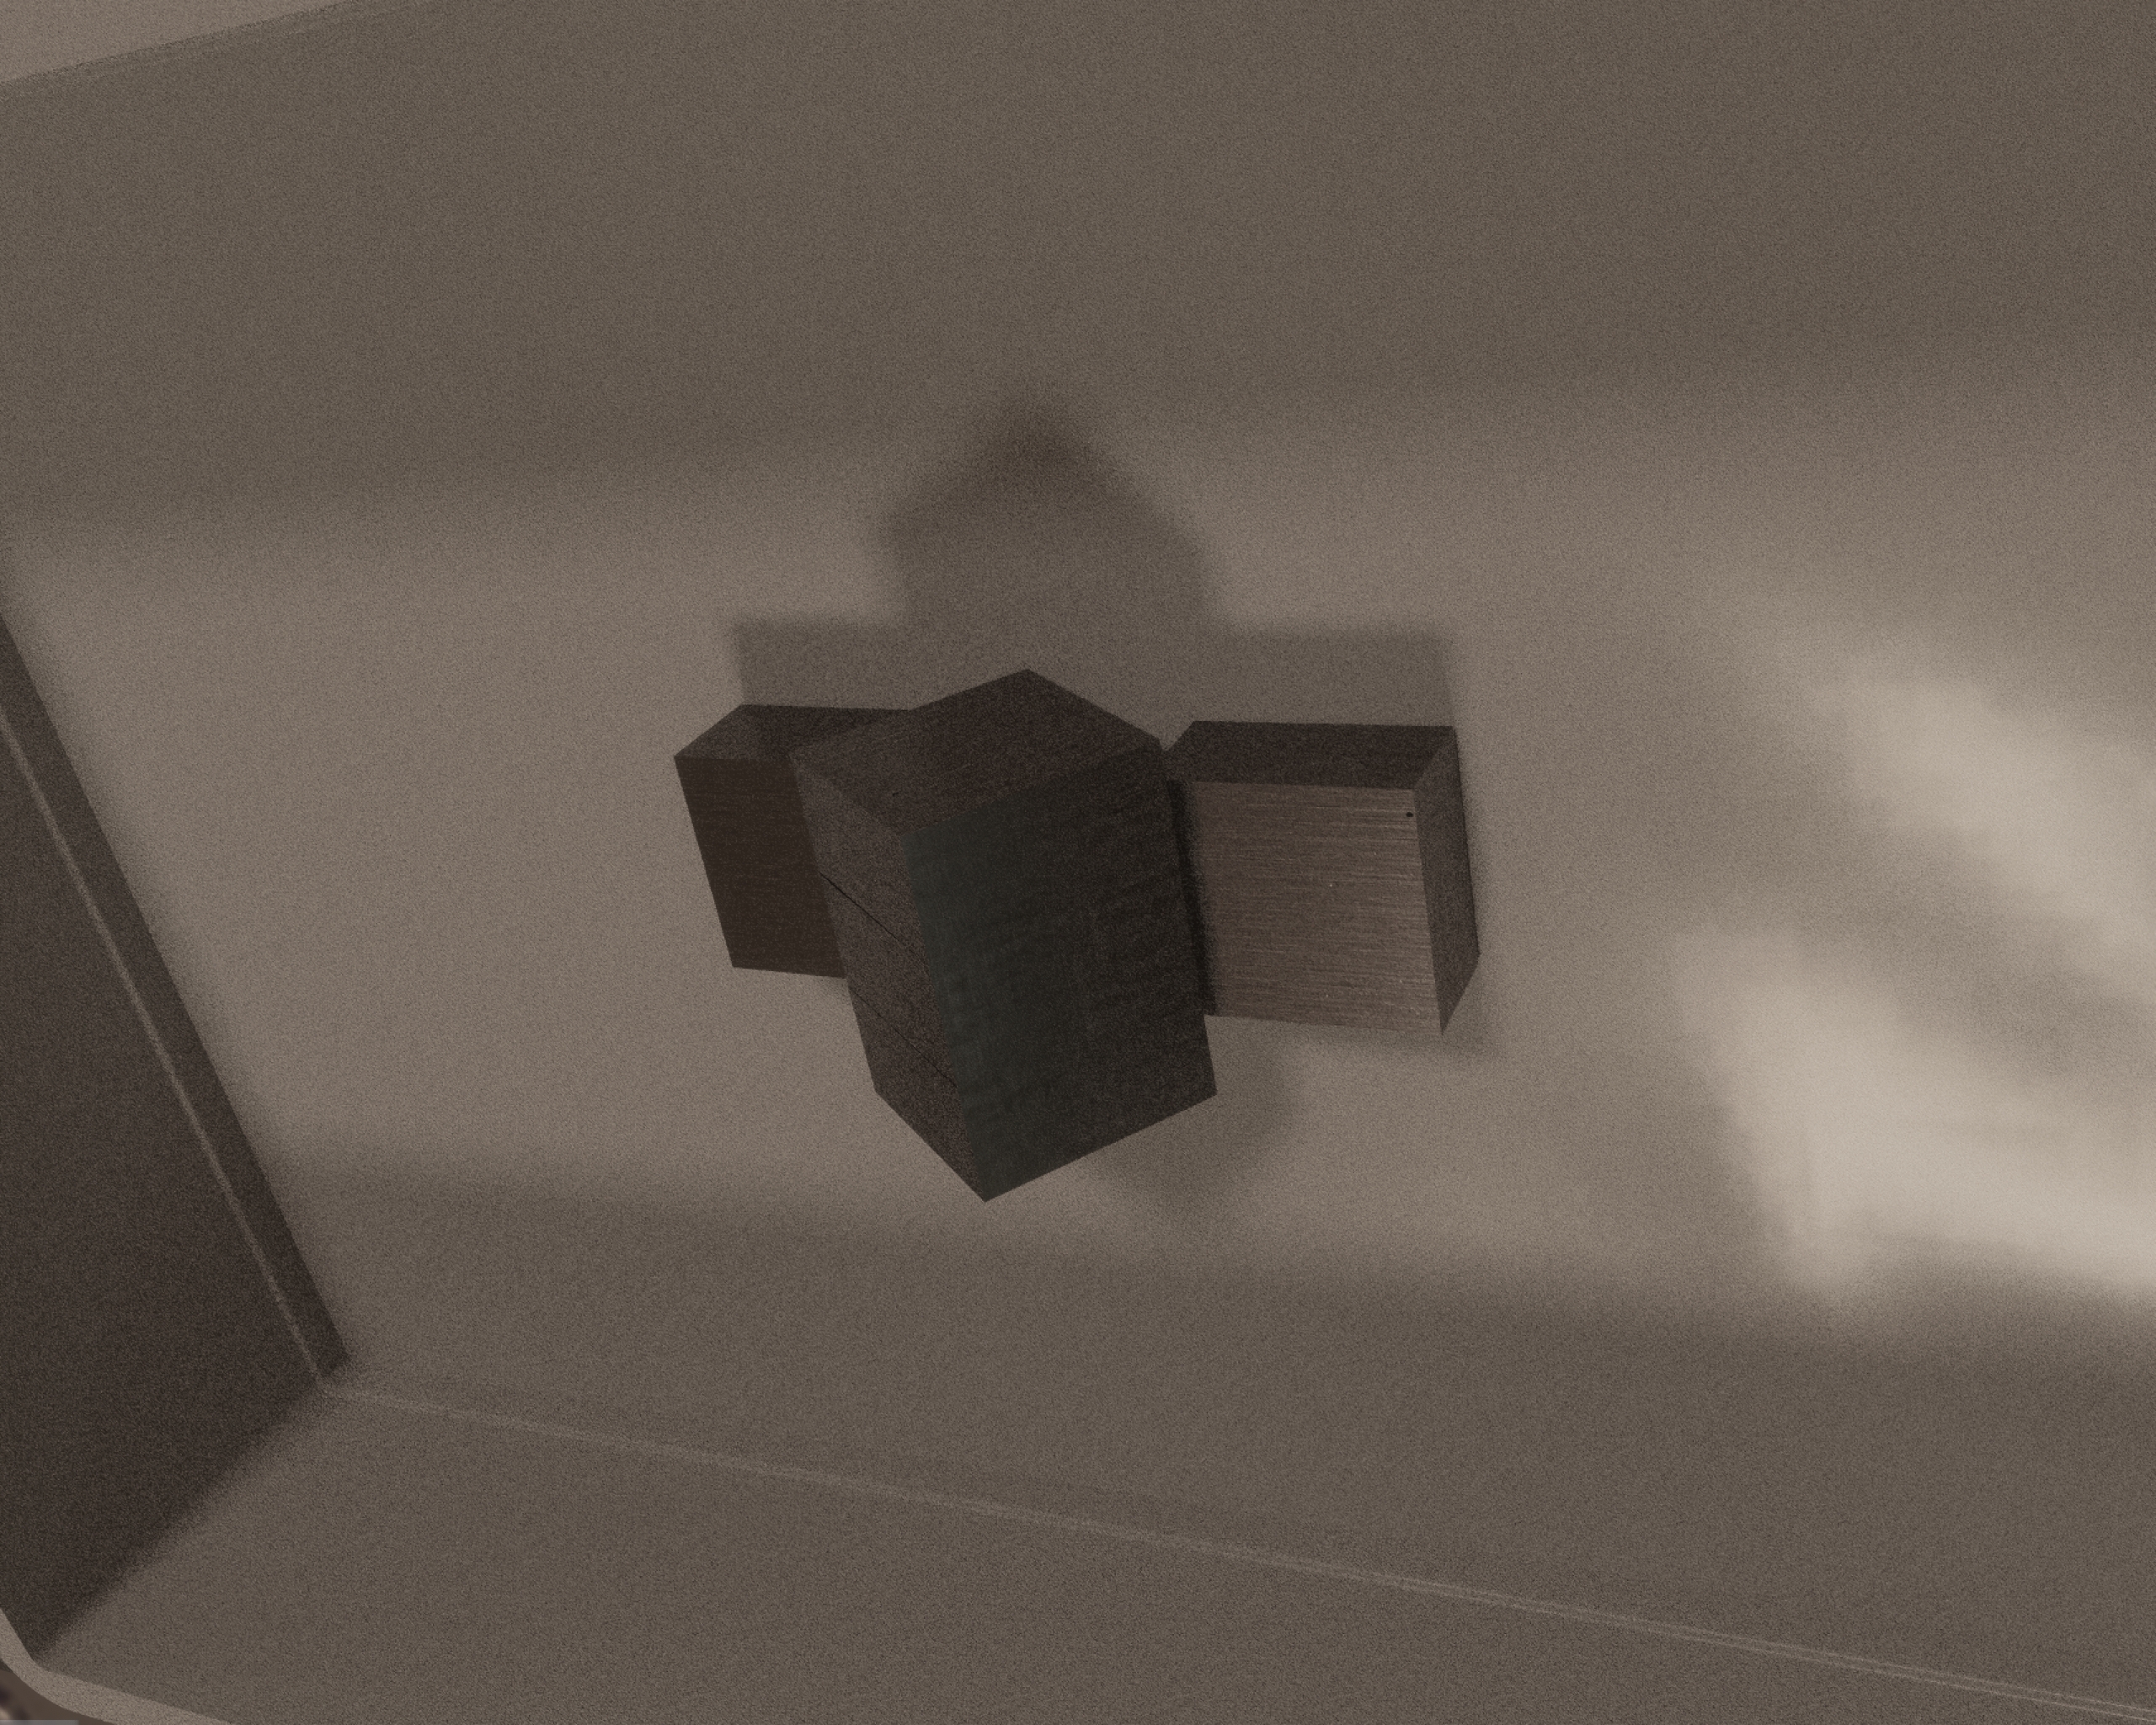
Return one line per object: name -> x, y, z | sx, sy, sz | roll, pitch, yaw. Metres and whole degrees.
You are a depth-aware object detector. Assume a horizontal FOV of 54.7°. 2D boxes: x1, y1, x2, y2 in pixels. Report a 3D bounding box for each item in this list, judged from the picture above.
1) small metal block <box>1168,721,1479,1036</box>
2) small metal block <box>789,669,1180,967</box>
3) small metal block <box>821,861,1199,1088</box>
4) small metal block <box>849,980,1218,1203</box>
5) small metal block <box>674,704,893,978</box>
small metal block -> 0.044, 0.002, 0.384 | 0.050, 0.025, 0.050 | 3, 120, 26
small metal block -> -0.017, -0.010, 0.379 | 0.050, 0.050, 0.025 | 34, 140, 55
small metal block -> -0.013, 0.012, 0.391 | 0.050, 0.050, 0.025 | 33, 140, 55
small metal block -> -0.009, 0.034, 0.402 | 0.050, 0.050, 0.025 | 33, 140, 55
small metal block -> -0.049, -0.004, 0.428 | 0.050, 0.025, 0.050 | 4, 120, 26
